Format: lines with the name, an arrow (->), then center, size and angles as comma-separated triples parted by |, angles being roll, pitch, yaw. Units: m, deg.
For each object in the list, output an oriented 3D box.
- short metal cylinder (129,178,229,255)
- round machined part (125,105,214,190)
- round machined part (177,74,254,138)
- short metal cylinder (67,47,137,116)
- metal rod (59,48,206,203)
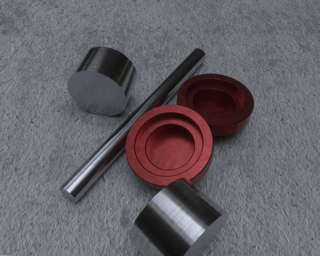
short metal cylinder -> 0.018, 0.094, 0.289 | 0.080, 0.080, 0.050 | -37, 59, -27
round machined part -> 0.013, 0.025, 0.359 | 0.098, 0.042, 0.098 | -4, 64, 9
round machined part -> 0.071, -0.026, 0.413 | 0.099, 0.042, 0.098 | 1, 48, -1
short metal cylinder -> -0.076, -0.061, 0.418 | 0.080, 0.080, 0.050 | 10, 51, 8
metal rod -> -0.019, -0.022, 0.421 | 0.025, 0.025, 0.301 | 27, 55, 20
